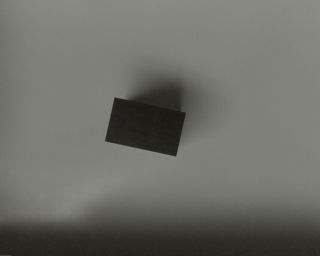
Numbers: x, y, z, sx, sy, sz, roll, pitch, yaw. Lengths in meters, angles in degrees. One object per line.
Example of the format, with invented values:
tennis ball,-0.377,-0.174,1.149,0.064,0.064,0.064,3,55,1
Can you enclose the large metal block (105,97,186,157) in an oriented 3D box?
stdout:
large metal block,-0.016,-0.001,0.381,0.080,0.080,0.050,12,90,-1
